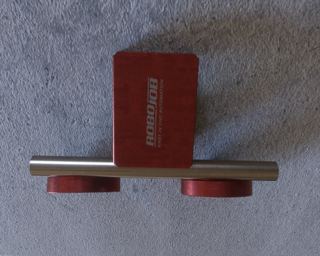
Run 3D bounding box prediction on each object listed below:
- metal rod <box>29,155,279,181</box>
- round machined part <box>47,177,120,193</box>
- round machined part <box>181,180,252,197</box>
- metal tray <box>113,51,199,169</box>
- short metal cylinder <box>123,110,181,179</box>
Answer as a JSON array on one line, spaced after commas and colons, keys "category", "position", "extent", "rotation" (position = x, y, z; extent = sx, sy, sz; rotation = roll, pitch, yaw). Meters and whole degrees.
[{"category": "metal rod", "position": [-0.005, 0.050, 0.387], "extent": [0.302, 0.025, 0.025], "rotation": [2, 130, -2]}, {"category": "round machined part", "position": [-0.105, 0.069, 0.434], "extent": [0.099, 0.042, 0.098], "rotation": [-1, 169, 0]}, {"category": "round machined part", "position": [0.079, 0.072, 0.437], "extent": [0.099, 0.042, 0.098], "rotation": [0, 173, 0]}, {"category": "metal tray", "position": [-0.006, -0.020, 0.353], "extent": [0.091, 0.030, 0.129], "rotation": [1, 104, -2]}, {"category": "short metal cylinder", "position": [-0.009, 0.022, 0.412], "extent": [0.081, 0.050, 0.079], "rotation": [0, 130, 0]}]
